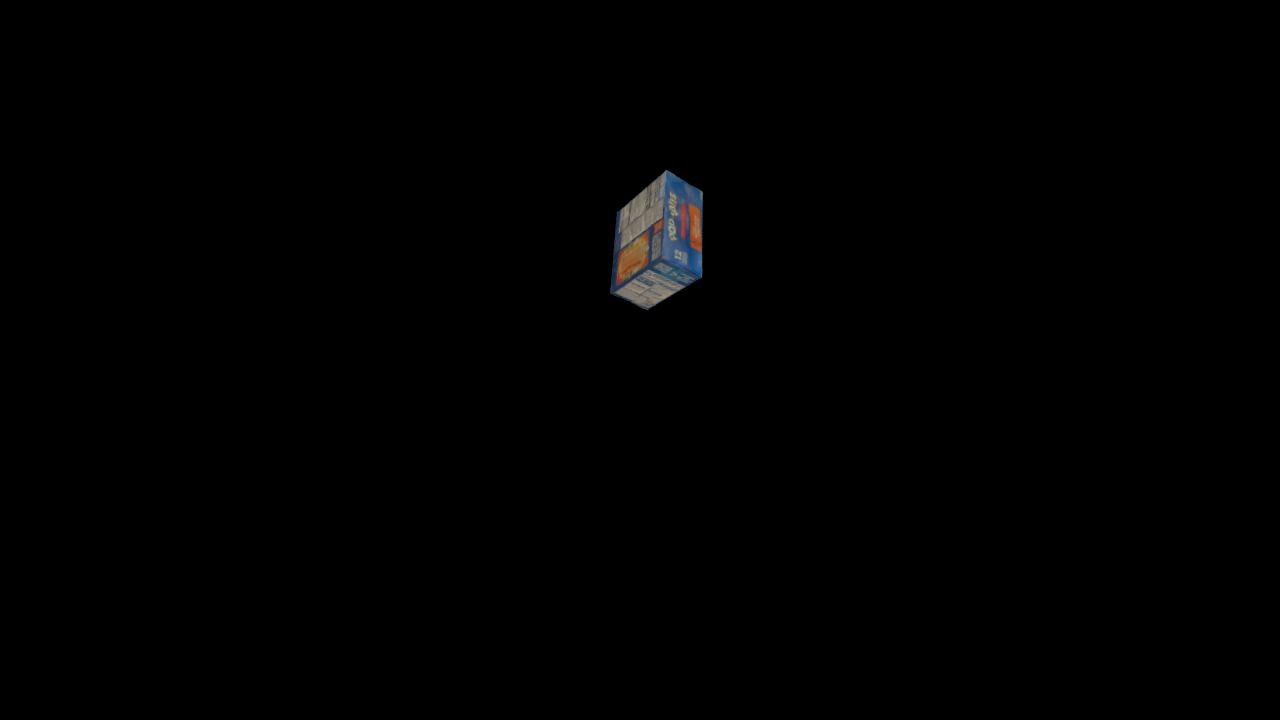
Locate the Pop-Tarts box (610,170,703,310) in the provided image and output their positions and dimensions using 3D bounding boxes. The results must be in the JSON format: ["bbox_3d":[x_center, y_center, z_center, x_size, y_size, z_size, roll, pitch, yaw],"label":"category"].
[{"bbox_3d":[0.028,-0.190,0.998,0.083,0.167,0.141,18,-29,-31],"label":"Pop-Tarts box"}]
